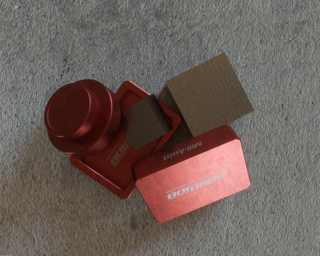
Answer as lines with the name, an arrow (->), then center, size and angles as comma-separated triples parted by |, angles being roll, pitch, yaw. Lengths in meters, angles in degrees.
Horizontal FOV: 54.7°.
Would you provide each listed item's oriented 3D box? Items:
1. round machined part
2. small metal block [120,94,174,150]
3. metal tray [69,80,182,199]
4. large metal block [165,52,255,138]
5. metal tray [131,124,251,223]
round machined part -> -0.101, -0.016, 0.381 | 0.098, 0.042, 0.098 | -8, 70, 22
small metal block -> -0.019, -0.007, 0.388 | 0.050, 0.025, 0.050 | -29, 93, 28
metal tray -> -0.043, 0.015, 0.407 | 0.090, 0.030, 0.130 | 35, 90, 0
large metal block -> 0.060, -0.039, 0.399 | 0.080, 0.050, 0.080 | -27, 90, 0
metal tray -> 0.041, 0.060, 0.386 | 0.131, 0.030, 0.090 | -23, 126, 0
